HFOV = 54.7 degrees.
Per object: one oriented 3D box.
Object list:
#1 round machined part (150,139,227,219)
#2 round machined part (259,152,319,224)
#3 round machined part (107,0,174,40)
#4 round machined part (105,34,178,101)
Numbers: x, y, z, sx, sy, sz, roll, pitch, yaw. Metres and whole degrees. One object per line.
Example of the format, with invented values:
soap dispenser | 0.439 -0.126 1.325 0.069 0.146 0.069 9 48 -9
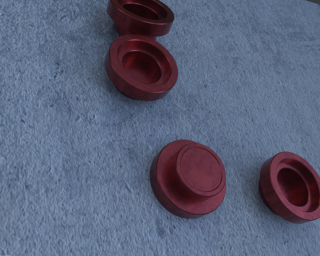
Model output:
round machined part | 0.041 0.057 0.380 0.099 0.042 0.098 14 56 -21
round machined part | 0.180 0.086 0.437 0.099 0.042 0.098 14 56 -21
round machined part | -0.031 -0.164 0.466 0.099 0.042 0.098 14 42 -13
round machined part | -0.028 -0.077 0.425 0.099 0.042 0.098 14 56 -21
